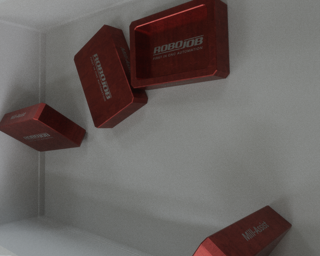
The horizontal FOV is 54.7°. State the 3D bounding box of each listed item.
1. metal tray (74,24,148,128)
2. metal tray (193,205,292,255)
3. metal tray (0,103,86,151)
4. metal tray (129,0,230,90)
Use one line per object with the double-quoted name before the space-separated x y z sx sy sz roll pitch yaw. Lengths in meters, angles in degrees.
"metal tray" -0.077 -0.075 0.465 0.090 0.030 0.130 -32 70 35
"metal tray" 0.064 0.126 0.284 0.030 0.131 0.089 41 115 32
"metal tray" -0.201 0.003 0.525 0.130 0.090 0.030 -9 54 39
"metal tray" 0.019 -0.100 0.385 0.130 0.030 0.089 -3 88 39
